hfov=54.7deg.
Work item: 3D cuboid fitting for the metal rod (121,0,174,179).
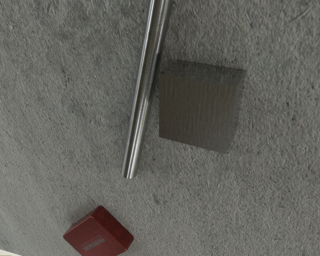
[{"bbox_3d":[-0.019,-0.049,0.384,0.025,0.025,0.298,23,127,13],"label":"metal rod"}]

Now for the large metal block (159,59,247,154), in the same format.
[{"bbox_3d":[0.046,-0.026,0.349,0.080,0.050,0.079,14,124,20],"label":"large metal block"}]

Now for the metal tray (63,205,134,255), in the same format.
[{"bbox_3d":[-0.121,0.210,0.595,0.090,0.030,0.129,46,129,-5],"label":"metal tray"}]
